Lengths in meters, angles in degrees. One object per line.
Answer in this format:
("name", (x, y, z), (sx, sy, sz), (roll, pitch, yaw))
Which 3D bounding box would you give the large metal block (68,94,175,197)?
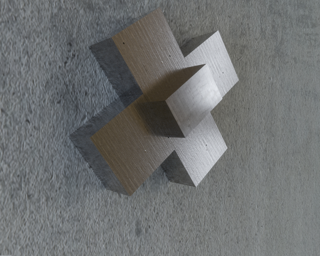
("large metal block", (-0.041, 0.018, 0.356), (0.080, 0.050, 0.080), (-44, 117, -31))

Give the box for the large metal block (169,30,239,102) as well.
("large metal block", (0.057, -0.079, 0.439), (0.080, 0.050, 0.080), (-44, 117, -31))

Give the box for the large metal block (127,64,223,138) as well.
("large metal block", (0.016, -0.033, 0.385), (0.080, 0.080, 0.050), (-44, 117, -31))

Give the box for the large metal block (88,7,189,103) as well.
("large metal block", (-0.023, -0.085, 0.371), (0.080, 0.050, 0.080), (-44, 117, -31))

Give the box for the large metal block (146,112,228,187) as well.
("large metal block", (0.037, 0.020, 0.422), (0.080, 0.050, 0.080), (-44, 117, -31))
